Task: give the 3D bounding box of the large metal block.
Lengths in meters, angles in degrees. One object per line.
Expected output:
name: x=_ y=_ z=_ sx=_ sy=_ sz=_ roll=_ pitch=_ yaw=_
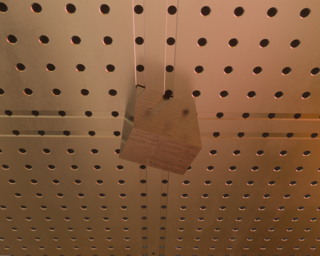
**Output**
large metal block: x=0.000 y=0.002 z=0.378 sx=0.081 sy=0.080 sz=0.050 roll=17 pitch=128 yaw=-15
